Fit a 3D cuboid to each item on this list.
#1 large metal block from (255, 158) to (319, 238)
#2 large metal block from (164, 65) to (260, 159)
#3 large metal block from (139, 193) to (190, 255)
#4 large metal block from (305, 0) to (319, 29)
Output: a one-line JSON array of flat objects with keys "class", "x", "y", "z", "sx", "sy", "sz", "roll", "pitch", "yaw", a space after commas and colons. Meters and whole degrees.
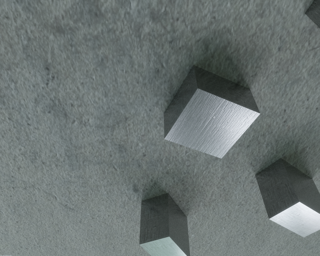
[{"class": "large metal block", "x": 0.198, "y": 0.104, "z": 0.463, "sx": 0.080, "sy": 0.080, "sz": 0.050, "roll": 31, "pitch": 124, "yaw": -24}, {"class": "large metal block", "x": 0.059, "y": -0.017, "z": 0.377, "sx": 0.081, "sy": 0.050, "sz": 0.079, "roll": 20, "pitch": 127, "yaw": -17}, {"class": "large metal block", "x": 0.009, "y": 0.169, "z": 0.516, "sx": 0.050, "sy": 0.080, "sz": 0.080, "roll": -21, "pitch": 127, "yaw": 16}, {"class": "large metal block", "x": 0.190, "y": -0.116, "z": 0.276, "sx": 0.050, "sy": 0.080, "sz": 0.079, "roll": 17, "pitch": 128, "yaw": -14}]
